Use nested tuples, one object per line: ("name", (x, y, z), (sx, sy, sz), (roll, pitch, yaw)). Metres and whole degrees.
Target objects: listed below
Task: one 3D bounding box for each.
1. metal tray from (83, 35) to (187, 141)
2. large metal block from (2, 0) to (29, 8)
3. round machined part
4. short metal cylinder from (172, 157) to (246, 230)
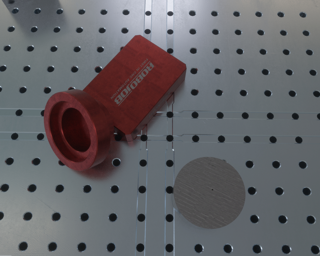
("metal tray", (-0.036, -0.058, 0.430), (0.090, 0.030, 0.130), (36, 74, 12))
("large metal block", (-0.218, -0.242, 0.469), (0.080, 0.080, 0.050), (-24, 72, -9))
("round machined part", (-0.096, 0.000, 0.383), (0.098, 0.097, 0.042), (48, 38, 15))
("short metal cylinder", (0.055, 0.079, 0.370), (0.081, 0.050, 0.080), (0, 70, 0))
